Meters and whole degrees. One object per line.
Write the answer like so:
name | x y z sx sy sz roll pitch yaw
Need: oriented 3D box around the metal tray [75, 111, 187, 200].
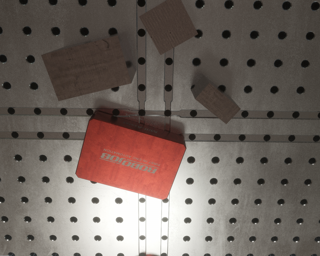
metal tray | -0.040 0.039 0.425 0.131 0.030 0.089 16 109 -7

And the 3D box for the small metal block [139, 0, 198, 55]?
small metal block | 0.010 -0.123 0.368 0.050 0.025 0.050 -28 108 9

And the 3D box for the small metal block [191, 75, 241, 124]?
small metal block | 0.068 -0.037 0.388 0.050 0.050 0.025 37 106 -13

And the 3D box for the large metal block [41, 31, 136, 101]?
large metal block | -0.075 -0.074 0.356 0.080 0.080 0.050 -13 110 4
